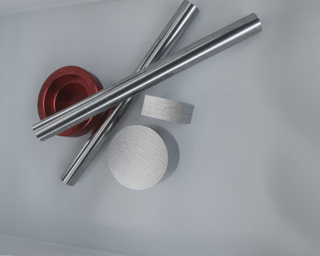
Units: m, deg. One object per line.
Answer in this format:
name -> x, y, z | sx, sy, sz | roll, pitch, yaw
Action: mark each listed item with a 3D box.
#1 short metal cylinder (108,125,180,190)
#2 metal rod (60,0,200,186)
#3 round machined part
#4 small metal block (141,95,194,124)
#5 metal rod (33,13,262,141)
short metal cylinder -> -0.020, 0.036, 0.403 | 0.080, 0.050, 0.079 | 0, 90, 19
metal rod -> -0.047, -0.040, 0.426 | 0.025, 0.025, 0.299 | 40, 102, 15
round machined part -> -0.119, -0.035, 0.438 | 0.098, 0.042, 0.097 | -3, 82, 21
small metal block -> 0.011, -0.023, 0.393 | 0.050, 0.050, 0.025 | 14, 95, 19
metal rod -> -0.019, -0.060, 0.382 | 0.301, 0.025, 0.025 | -26, 81, 4
